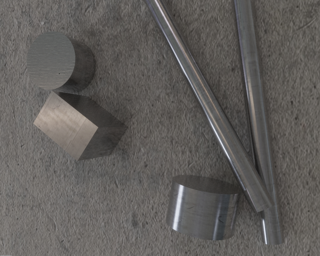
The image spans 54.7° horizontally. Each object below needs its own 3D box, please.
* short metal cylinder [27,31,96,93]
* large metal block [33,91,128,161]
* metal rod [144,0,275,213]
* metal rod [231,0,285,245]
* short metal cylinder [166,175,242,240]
[{"bbox_3d":[-0.141,-0.092,0.445,0.080,0.050,0.080,0,90,20],"label":"short metal cylinder"},{"bbox_3d":[-0.103,-0.004,0.416,0.080,0.080,0.050,37,102,16],"label":"large metal block"},{"bbox_3d":[0.052,-0.043,0.376,0.025,0.025,0.299,-30,75,17],"label":"metal rod"},{"bbox_3d":[0.115,-0.016,0.368,0.025,0.025,0.298,-7,88,20],"label":"metal rod"},{"bbox_3d":[0.050,0.090,0.362,0.080,0.080,0.050,10,94,19],"label":"short metal cylinder"}]
